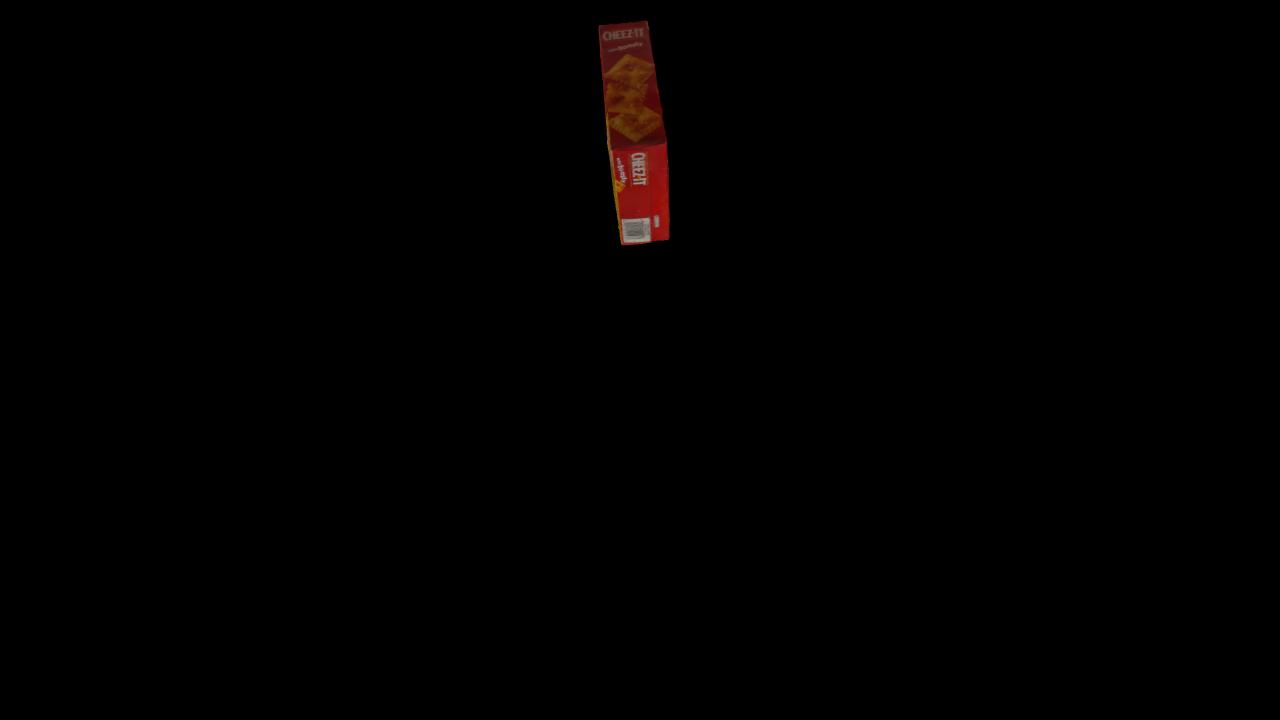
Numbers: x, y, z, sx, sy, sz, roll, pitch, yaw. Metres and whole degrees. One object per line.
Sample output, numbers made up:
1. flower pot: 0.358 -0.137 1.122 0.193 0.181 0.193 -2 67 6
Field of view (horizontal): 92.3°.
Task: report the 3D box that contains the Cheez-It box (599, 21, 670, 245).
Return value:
1. Cheez-It box: -0.006 -0.284 0.779 0.071 0.223 0.166 -6 -29 1
